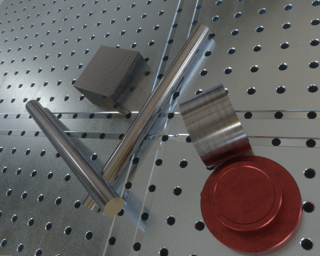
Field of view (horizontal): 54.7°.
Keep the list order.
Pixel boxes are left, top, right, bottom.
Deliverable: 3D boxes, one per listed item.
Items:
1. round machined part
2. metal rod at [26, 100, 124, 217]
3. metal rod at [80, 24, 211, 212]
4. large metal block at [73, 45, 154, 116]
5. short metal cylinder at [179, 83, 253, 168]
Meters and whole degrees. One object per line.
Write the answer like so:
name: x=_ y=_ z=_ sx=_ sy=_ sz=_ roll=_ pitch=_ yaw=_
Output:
round machined part: x=0.087 y=0.072 z=0.307 sx=0.098 sy=0.042 sz=0.098 roll=-13 pitch=56 yaw=20
metal rod: x=-0.137 y=0.024 z=0.442 sx=0.025 sy=0.025 sz=0.300 roll=-49 pitch=45 yaw=-6
metal rod: x=-0.013 y=-0.023 z=0.427 sx=0.025 sy=0.025 sz=0.300 roll=22 pitch=73 yaw=36
large metal block: x=-0.070 y=-0.074 z=0.473 sx=0.080 sy=0.050 sz=0.080 roll=19 pitch=72 yaw=35
short metal cylinder: x=0.062 y=-0.002 z=0.342 sx=0.050 sy=0.080 sz=0.080 roll=-24 pitch=53 yaw=13
